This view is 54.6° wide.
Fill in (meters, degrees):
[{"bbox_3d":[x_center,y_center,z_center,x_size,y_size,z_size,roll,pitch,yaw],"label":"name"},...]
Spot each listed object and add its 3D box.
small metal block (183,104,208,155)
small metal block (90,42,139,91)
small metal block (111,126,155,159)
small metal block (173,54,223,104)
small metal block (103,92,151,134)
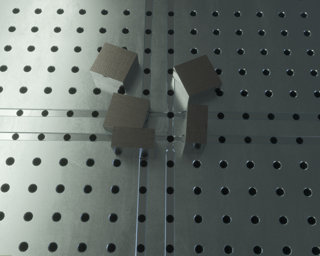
[{"bbox_3d":[0.045,0.003,0.398,0.025,0.050,0.050,5,70,2],"label":"small metal block"},{"bbox_3d":[-0.064,-0.088,0.444,0.050,0.025,0.050,21,71,7],"label":"small metal block"},{"bbox_3d":[-0.032,0.020,0.391,0.050,0.050,0.025,3,71,1],"label":"small metal block"},{"bbox_3d":[0.052,-0.069,0.437,0.050,0.025,0.050,-22,72,-8],"label":"small metal block"},{"bbox_3d":[-0.043,-0.016,0.417,0.050,0.025,0.050,13,70,4],"label":"small metal block"}]
